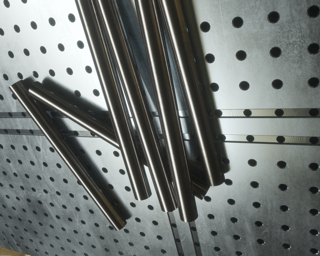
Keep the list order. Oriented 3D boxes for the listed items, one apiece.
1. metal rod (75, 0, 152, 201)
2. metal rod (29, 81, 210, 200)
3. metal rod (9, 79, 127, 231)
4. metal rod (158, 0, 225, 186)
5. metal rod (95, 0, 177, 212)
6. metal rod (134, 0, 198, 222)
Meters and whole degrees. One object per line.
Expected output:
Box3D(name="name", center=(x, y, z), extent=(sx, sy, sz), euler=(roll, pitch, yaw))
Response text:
Box3D(name="metal rod", center=(-0.059, -0.041, 0.397), extent=(0.025, 0.025, 0.298), euler=(-4, 111, 30))
Box3D(name="metal rod", center=(-0.064, 0.014, 0.454), extent=(0.301, 0.025, 0.025), euler=(31, 128, 8))
Box3D(name="metal rod", center=(-0.148, 0.053, 0.522), extent=(0.025, 0.025, 0.299), euler=(-23, 106, 36))
Box3D(name="metal rod", center=(0.033, -0.061, 0.356), extent=(0.025, 0.025, 0.299), euler=(-3, 117, 30))
Box3D(name="metal rod", center=(-0.026, -0.027, 0.389), extent=(0.025, 0.025, 0.299), euler=(-6, 110, 31))
Box3D(name="metal rod", center=(0.011, -0.016, 0.377), extent=(0.025, 0.025, 0.298), euler=(-1, 112, 29))
